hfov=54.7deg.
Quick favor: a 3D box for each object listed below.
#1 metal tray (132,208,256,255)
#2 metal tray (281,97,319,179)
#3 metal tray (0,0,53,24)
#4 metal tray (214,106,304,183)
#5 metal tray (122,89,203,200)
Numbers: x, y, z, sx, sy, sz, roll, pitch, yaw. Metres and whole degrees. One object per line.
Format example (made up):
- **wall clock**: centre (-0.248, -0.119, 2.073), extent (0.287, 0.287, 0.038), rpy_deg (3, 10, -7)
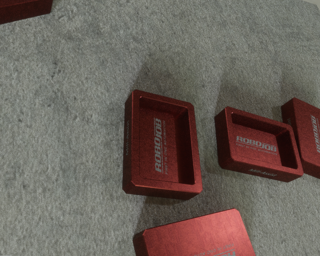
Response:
- **metal tray**: centre (0.044, 0.145, 0.337), extent (0.131, 0.030, 0.090), rpy_deg (-3, 63, -30)
- **metal tray**: centre (0.259, 0.018, 0.532), extent (0.091, 0.030, 0.130), rpy_deg (21, 54, -16)
- **metal tray**: centre (-0.215, -0.200, 0.406), extent (0.091, 0.030, 0.130), rpy_deg (-33, 81, -38)
- **metal tray**: centre (0.148, 0.026, 0.466), extent (0.131, 0.030, 0.090), rpy_deg (14, 56, -21)
- **metal tray**: centre (0.002, 0.020, 0.390), extent (0.091, 0.030, 0.130), rpy_deg (12, 57, -22)
